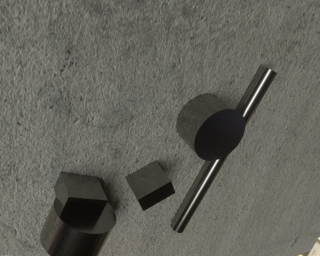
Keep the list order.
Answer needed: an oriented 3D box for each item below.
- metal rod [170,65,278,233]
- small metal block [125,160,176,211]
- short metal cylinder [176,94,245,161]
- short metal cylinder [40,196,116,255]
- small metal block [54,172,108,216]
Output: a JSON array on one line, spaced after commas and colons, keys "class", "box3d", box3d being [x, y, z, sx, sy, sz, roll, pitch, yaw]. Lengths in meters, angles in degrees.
[{"class": "metal rod", "box3d": [0.093, 0.043, 0.486, 0.025, 0.025, 0.298, 14, 111, -35]}, {"class": "small metal block", "box3d": [-0.014, 0.080, 0.434, 0.050, 0.050, 0.025, -28, 128, -11]}, {"class": "short metal cylinder", "box3d": [0.070, -0.001, 0.430, 0.081, 0.050, 0.079, -14, 125, -21]}, {"class": "short metal cylinder", "box3d": [-0.103, 0.123, 0.392, 0.081, 0.080, 0.050, 15, 111, -35]}, {"class": "small metal block", "box3d": [-0.100, 0.083, 0.388, 0.050, 0.050, 0.025, 15, 110, -35]}]
